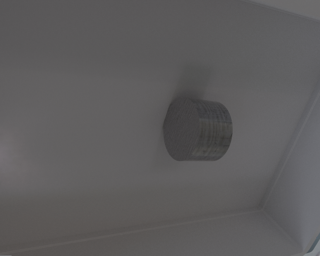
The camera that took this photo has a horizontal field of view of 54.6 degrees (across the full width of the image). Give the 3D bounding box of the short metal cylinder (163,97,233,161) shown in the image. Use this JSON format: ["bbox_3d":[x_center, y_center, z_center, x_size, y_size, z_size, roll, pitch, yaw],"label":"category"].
[{"bbox_3d":[0.047,0.003,0.400,0.050,0.080,0.079,4,116,-30],"label":"short metal cylinder"}]
